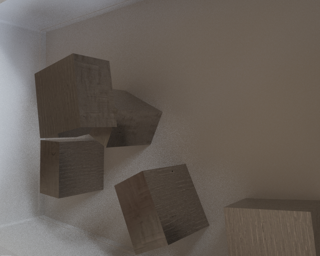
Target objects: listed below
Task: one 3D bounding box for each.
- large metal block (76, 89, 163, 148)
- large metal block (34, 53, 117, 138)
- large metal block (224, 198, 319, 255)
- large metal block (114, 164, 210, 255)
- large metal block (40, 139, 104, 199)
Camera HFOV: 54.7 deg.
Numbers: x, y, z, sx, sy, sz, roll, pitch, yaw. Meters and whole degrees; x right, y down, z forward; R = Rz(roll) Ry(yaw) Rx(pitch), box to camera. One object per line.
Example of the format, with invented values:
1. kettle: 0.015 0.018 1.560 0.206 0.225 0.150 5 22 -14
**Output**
1. large metal block: -0.058 -0.016 0.417 0.080 0.081 0.050 32 110 35
2. large metal block: -0.101 -0.034 0.368 0.080 0.050 0.080 -12 82 39
3. large metal block: 0.113 0.113 0.296 0.080 0.050 0.080 -9 85 39
4. large metal block: 0.003 0.092 0.367 0.050 0.081 0.080 -32 70 35
5. large metal block: -0.135 0.058 0.479 0.050 0.081 0.079 2 91 40
